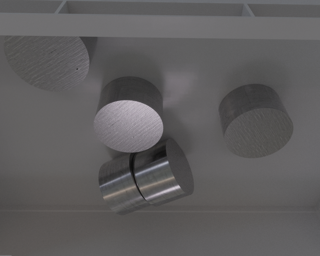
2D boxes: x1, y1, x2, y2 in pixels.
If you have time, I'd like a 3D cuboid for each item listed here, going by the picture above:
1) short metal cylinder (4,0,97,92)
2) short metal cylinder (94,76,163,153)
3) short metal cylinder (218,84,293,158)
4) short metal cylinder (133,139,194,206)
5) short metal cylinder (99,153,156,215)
[{"bbox_3d":[-0.109,-0.085,0.319,0.081,0.050,0.079,0,130,0],"label":"short metal cylinder"},{"bbox_3d":[-0.036,-0.016,0.379,0.081,0.050,0.079,0,130,0],"label":"short metal cylinder"},{"bbox_3d":[0.117,-0.008,0.387,0.081,0.050,0.079,0,130,0],"label":"short metal cylinder"},{"bbox_3d":[0.006,0.061,0.425,0.050,0.080,0.080,-24,126,19],"label":"short metal cylinder"},{"bbox_3d":[-0.041,0.076,0.437,0.050,0.080,0.080,-25,126,19],"label":"short metal cylinder"}]
